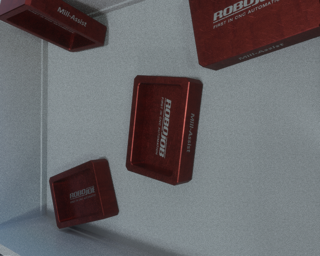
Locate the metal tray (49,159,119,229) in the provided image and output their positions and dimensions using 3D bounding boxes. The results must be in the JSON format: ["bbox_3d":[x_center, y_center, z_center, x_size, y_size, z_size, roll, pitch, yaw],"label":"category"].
[{"bbox_3d":[-0.129,0.110,0.510,0.130,0.030,0.090,-23,75,37],"label":"metal tray"}]

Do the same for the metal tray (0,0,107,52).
[{"bbox_3d":[-0.158,-0.158,0.467,0.090,0.131,0.030,2,80,40],"label":"metal tray"}]

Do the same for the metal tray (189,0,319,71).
[{"bbox_3d":[0.097,-0.122,0.324,0.130,0.030,0.090,-13,82,39],"label":"metal tray"}]

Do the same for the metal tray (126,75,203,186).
[{"bbox_3d":[0.003,-0.001,0.401,0.090,0.030,0.129,10,97,39],"label":"metal tray"}]
